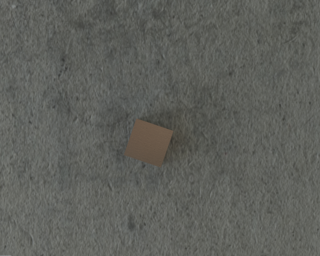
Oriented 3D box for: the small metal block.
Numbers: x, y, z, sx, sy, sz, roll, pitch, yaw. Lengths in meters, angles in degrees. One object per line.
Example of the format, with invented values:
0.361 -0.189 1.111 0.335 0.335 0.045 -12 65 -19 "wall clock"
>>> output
-0.015 0.019 0.410 0.050 0.025 0.050 19 90 -1 "small metal block"
